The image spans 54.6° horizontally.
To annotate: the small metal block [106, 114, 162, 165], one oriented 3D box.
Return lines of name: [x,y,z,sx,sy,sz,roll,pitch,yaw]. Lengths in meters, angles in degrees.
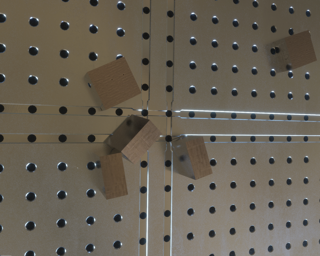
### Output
small metal block: [-0.033,0.013,0.384,0.050,0.050,0.025,-48,119,-14]

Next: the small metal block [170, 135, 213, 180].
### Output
small metal block: [0.041,0.038,0.414,0.025,0.050,0.050,-18,96,-19]

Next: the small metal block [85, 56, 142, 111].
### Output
small metal block: [-0.059,-0.055,0.391,0.050,0.025,0.050,-28,99,-18]

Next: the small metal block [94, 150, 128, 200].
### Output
small metal block: [-0.061,0.054,0.377,0.025,0.050,0.050,-10,94,-19]

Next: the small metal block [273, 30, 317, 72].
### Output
small metal block: [0.214,-0.122,0.491,0.050,0.025,0.050,-21,97,-19]
